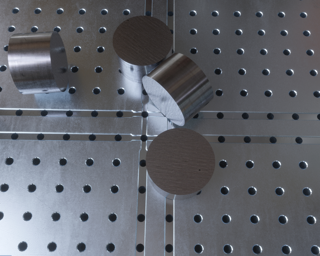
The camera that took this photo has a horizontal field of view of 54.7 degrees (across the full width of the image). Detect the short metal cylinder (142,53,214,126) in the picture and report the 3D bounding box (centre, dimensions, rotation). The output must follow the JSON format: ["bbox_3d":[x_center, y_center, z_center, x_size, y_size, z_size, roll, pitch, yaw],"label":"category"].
[{"bbox_3d":[0.022,-0.049,0.401,0.050,0.080,0.080,-40,75,-13],"label":"short metal cylinder"}]

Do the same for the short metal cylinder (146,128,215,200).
[{"bbox_3d":[0.024,0.046,0.382,0.081,0.050,0.080,0,70,0],"label":"short metal cylinder"}]

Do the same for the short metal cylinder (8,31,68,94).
[{"bbox_3d":[-0.159,-0.086,0.413,0.050,0.080,0.080,-4,70,-2],"label":"short metal cylinder"}]

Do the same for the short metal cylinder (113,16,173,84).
[{"bbox_3d":[-0.023,-0.110,0.438,0.081,0.050,0.080,0,70,0],"label":"short metal cylinder"}]
